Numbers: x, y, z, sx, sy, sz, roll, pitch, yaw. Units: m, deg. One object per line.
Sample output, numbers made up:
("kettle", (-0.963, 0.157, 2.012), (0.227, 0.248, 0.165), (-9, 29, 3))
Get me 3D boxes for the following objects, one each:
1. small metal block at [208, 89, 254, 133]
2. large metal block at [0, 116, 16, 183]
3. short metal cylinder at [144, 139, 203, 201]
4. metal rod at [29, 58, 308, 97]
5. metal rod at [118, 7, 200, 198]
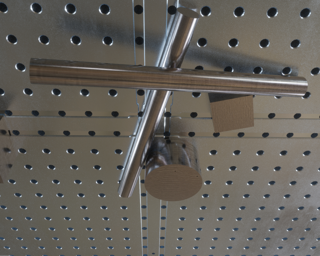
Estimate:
("small metal block", (0.090, -0.024, 0.393), (0.050, 0.025, 0.050), (-10, 130, 8))
("large metal block", (-0.251, 0.027, 0.415), (0.081, 0.050, 0.079), (3, 130, -4))
("short metal cylinder", (0.019, 0.061, 0.448), (0.081, 0.050, 0.079), (-1, 130, 0))
("metal rod", (0.023, -0.052, 0.335), (0.302, 0.025, 0.025), (1, 131, -14))
("metal rod", (-0.013, -0.007, 0.405), (0.025, 0.025, 0.298), (12, 129, -11))
